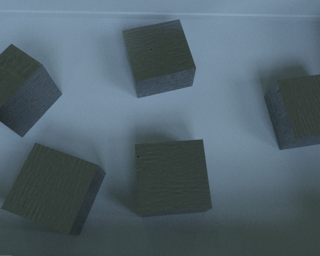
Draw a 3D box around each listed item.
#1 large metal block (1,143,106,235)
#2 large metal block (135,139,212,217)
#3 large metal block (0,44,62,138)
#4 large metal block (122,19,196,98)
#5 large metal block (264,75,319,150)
[{"bbox_3d":[-0.121,0.073,0.368,0.080,0.050,0.080,19,71,6],"label":"large metal block"},{"bbox_3d":[0.014,0.062,0.374,0.081,0.050,0.080,-4,70,-2],"label":"large metal block"},{"bbox_3d":[-0.182,-0.044,0.394,0.050,0.080,0.080,34,73,11],"label":"large metal block"},{"bbox_3d":[-0.002,-0.096,0.431,0.081,0.050,0.080,-13,71,-5],"label":"large metal block"},{"bbox_3d":[0.194,-0.021,0.407,0.081,0.050,0.080,-8,70,-3],"label":"large metal block"}]
